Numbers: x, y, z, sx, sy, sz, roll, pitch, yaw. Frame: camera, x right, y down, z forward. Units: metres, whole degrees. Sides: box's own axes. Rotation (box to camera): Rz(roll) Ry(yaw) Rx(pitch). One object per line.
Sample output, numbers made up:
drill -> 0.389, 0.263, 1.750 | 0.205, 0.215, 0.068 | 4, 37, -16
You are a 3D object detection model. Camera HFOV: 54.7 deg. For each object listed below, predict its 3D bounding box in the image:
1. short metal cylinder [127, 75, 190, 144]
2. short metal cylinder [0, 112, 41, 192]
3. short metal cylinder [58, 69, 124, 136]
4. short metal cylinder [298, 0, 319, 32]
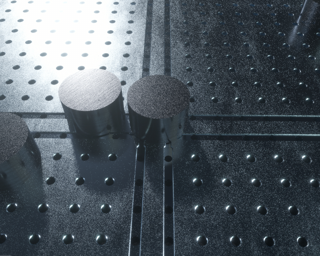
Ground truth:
short metal cylinder -> -0.002, -0.026, 0.413 | 0.081, 0.050, 0.080 | 0, 50, 0
short metal cylinder -> -0.190, 0.028, 0.366 | 0.081, 0.050, 0.080 | 0, 50, 0
short metal cylinder -> -0.091, -0.035, 0.420 | 0.081, 0.050, 0.080 | 0, 50, 0
short metal cylinder -> 0.311, -0.224, 0.584 | 0.081, 0.050, 0.080 | 0, 50, 0
